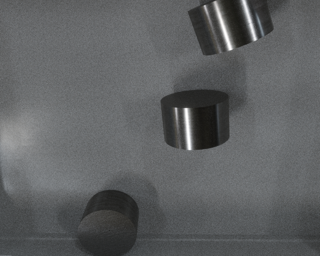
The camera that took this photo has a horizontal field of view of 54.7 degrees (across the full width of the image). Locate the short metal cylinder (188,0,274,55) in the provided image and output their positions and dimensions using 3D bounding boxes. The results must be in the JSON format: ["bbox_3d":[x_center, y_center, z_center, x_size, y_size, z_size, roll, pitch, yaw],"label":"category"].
[{"bbox_3d":[0.077,-0.119,0.339,0.080,0.080,0.050,-21,109,7],"label":"short metal cylinder"}]

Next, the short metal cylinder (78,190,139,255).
[{"bbox_3d":[-0.072,0.137,0.448,0.081,0.050,0.079,0,110,0],"label":"short metal cylinder"}]

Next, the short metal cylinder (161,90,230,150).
[{"bbox_3d":[0.043,-0.013,0.378,0.080,0.080,0.050,-5,110,2],"label":"short metal cylinder"}]
